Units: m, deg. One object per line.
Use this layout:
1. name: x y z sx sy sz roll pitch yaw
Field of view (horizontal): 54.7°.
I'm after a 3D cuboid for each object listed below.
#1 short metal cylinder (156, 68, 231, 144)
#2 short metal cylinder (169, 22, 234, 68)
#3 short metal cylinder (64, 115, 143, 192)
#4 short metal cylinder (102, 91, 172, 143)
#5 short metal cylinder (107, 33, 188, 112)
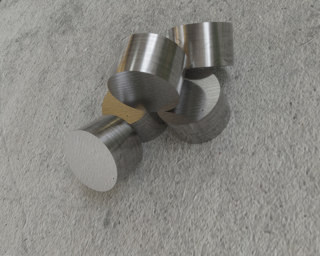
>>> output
1. short metal cylinder: 0.041 -0.027 0.382 0.080 0.050 0.080 -13 56 20
2. short metal cylinder: 0.053 -0.102 0.395 0.080 0.080 0.050 1 100 28
3. short metal cylinder: -0.068 0.030 0.378 0.080 0.079 0.050 8 27 31
4. short metal cylinder: -0.030 -0.026 0.419 0.080 0.050 0.080 -13 56 20
5. short metal cylinder: -0.013 -0.059 0.348 0.080 0.080 0.050 -1 61 27
